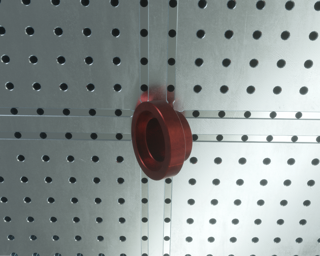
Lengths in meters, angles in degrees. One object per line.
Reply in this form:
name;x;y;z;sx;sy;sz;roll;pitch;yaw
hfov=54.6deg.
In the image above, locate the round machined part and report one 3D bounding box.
round machined part;0.004;0.014;0.390;0.042;0.098;0.097;-9;114;-30
